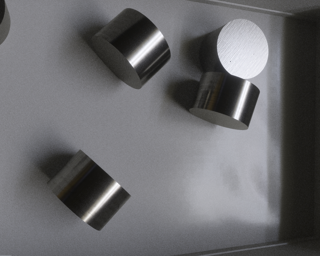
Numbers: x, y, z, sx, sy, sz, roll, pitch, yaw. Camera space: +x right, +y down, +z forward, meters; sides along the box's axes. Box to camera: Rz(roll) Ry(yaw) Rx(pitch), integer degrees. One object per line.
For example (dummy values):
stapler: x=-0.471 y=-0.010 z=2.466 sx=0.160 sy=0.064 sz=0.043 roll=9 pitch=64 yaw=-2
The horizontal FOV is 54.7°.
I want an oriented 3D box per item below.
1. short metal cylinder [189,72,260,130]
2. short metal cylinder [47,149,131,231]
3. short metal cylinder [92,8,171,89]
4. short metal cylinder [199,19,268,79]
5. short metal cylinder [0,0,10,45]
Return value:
short metal cylinder: x=0.085 y=-0.034 z=0.412 sx=0.080 sy=0.080 sz=0.050 roll=22 pitch=83 yaw=-19
short metal cylinder: x=-0.079 y=0.070 z=0.352 sx=0.080 sy=0.080 sz=0.050 roll=46 pitch=76 yaw=-14
short metal cylinder: x=-0.034 y=-0.093 z=0.368 sx=0.050 sy=0.080 sz=0.080 roll=-47 pitch=105 yaw=-14
short metal cylinder: x=0.103 y=-0.105 z=0.435 sx=0.081 sy=0.050 sz=0.080 roll=0 pitch=90 yaw=-20
short metal cylinder: x=-0.203 y=-0.122 z=0.322 sx=0.081 sy=0.050 sz=0.080 roll=0 pitch=90 yaw=-20
